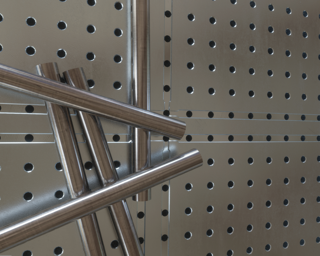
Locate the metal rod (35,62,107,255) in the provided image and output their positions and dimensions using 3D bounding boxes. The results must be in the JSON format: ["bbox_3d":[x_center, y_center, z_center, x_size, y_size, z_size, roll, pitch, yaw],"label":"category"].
[{"bbox_3d":[-0.100,0.071,0.376,0.025,0.025,0.298,-15,95,-20],"label":"metal rod"}]

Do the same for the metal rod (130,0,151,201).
[{"bbox_3d":[-0.025,-0.056,0.404,0.025,0.025,0.298,-1,90,-20],"label":"metal rod"}]

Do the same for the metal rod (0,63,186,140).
[{"bbox_3d":[-0.109,-0.038,0.344,0.302,0.025,0.025,17,84,-19],"label":"metal rod"}]

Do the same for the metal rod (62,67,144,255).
[{"bbox_3d":[-0.062,0.072,0.390,0.025,0.025,0.298,-19,97,-19],"label":"metal rod"}]

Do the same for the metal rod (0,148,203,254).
[{"bbox_3d":[-0.085,0.087,0.354,0.302,0.025,0.025,-20,97,-19],"label":"metal rod"}]
